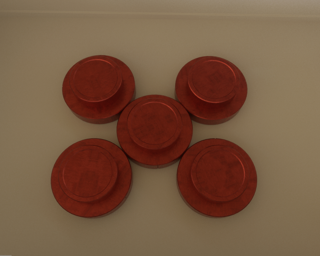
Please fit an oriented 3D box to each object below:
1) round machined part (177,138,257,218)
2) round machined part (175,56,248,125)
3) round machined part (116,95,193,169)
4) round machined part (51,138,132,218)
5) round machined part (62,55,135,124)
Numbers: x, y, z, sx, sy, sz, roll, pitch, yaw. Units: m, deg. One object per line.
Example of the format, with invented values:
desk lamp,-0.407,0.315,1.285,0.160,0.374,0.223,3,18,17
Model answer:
round machined part,0.070,0.058,0.379,0.099,0.042,0.098,0,70,-1
round machined part,0.070,-0.057,0.421,0.099,0.042,0.098,0,70,-1
round machined part,-0.007,0.000,0.398,0.099,0.042,0.098,0,70,-1
round machined part,-0.084,0.059,0.377,0.099,0.042,0.098,0,70,-1
round machined part,-0.083,-0.058,0.419,0.099,0.042,0.098,0,70,-1
